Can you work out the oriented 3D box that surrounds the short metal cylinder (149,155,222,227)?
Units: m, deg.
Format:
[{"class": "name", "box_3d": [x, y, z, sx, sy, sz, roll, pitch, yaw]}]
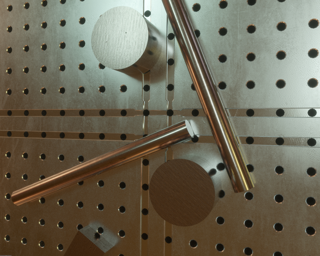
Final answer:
[{"class": "short metal cylinder", "box_3d": [0.033, 0.076, 0.388, 0.080, 0.050, 0.079, 0, 90, 20]}]

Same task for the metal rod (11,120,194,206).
[{"class": "metal rod", "box_3d": [-0.094, 0.056, 0.445, 0.300, 0.025, 0.025, -23, 83, 18]}]

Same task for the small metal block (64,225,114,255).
[{"class": "small metal block", "box_3d": [-0.104, 0.180, 0.449, 0.050, 0.025, 0.050, 34, 101, 16]}]

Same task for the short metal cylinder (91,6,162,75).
[{"class": "short metal cylinder", "box_3d": [-0.044, -0.114, 0.415, 0.080, 0.050, 0.079, 0, 90, 20]}]

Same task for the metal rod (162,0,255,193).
[{"class": "metal rod", "box_3d": [0.052, -0.065, 0.393, 0.025, 0.025, 0.299, -22, 83, 18]}]
